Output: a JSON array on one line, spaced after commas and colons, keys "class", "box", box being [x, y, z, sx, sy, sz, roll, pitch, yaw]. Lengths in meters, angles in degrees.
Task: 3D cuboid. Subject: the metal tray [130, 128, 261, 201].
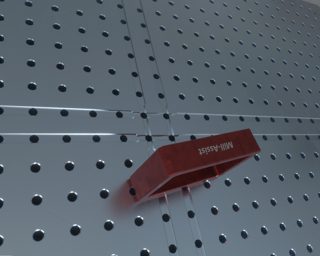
[{"class": "metal tray", "box": [0.041, 0.042, 0.362, 0.131, 0.090, 0.030, -9, 67, -32]}]
